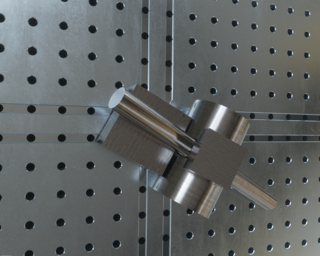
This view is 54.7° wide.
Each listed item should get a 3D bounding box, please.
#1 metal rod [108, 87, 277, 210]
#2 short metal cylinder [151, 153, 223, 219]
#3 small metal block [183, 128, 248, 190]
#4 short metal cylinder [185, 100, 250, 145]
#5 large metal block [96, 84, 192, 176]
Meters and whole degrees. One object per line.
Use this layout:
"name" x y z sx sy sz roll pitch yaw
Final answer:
"metal rod" 0.061 0.041 0.390 0.301 0.025 0.025 34 79 -33
"short metal cylinder" 0.036 0.073 0.393 0.080 0.080 0.050 31 80 -18
"small metal block" 0.062 0.035 0.348 0.050 0.025 0.050 29 80 -9
"short metal cylinder" 0.070 0.004 0.406 0.080 0.080 0.050 29 81 -18
"large metal block" -0.021 0.003 0.386 0.080 0.050 0.080 31 80 -18
